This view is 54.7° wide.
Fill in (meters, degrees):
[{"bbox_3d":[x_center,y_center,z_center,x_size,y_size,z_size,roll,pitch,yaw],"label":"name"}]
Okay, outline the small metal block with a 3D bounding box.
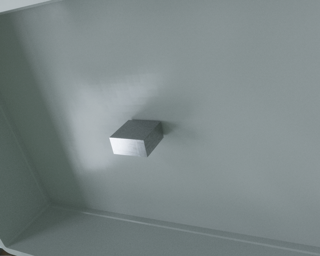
[{"bbox_3d":[-0.030,0.013,0.410,0.050,0.050,0.025,3,120,26],"label":"small metal block"}]
